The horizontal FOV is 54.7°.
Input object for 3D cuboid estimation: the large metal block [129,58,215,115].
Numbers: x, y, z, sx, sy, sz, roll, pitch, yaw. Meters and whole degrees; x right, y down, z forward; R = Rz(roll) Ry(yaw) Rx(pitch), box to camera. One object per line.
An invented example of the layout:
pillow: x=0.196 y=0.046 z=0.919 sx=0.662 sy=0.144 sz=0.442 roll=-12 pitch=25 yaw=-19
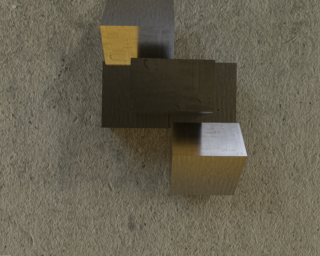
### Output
large metal block: x=0.012 y=-0.041 z=0.334 sx=0.081 sy=0.080 sz=0.050 roll=1 pitch=90 yaw=-1

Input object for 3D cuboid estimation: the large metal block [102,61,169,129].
large metal block: x=-0.029 y=-0.040 z=0.397 sx=0.081 sy=0.050 sz=0.079 roll=1 pitch=90 yaw=-1

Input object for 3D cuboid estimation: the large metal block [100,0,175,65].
large metal block: x=-0.024 y=-0.121 z=0.377 sx=0.081 sy=0.050 sz=0.080 roll=1 pitch=46 yaw=0

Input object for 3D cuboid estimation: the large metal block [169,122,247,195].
large metal block: x=0.053 y=0.039 z=0.378 sx=0.081 sy=0.079 sz=0.050 roll=0 pitch=46 yaw=-1

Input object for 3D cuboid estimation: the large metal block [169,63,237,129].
large metal block: x=0.052 y=-0.039 z=0.398 sx=0.081 sy=0.050 sz=0.079 roll=1 pitch=90 yaw=-1
